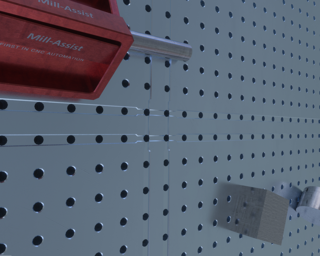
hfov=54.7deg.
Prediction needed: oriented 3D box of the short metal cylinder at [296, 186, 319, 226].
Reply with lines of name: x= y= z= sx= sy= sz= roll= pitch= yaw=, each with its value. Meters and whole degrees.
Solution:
short metal cylinder: x=0.339 y=0.168 z=0.658 sx=0.080 sy=0.080 sz=0.050 roll=49 pitch=61 yaw=-29

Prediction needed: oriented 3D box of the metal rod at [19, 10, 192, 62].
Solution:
metal rod: x=-0.079 y=-0.106 z=0.342 sx=0.302 sy=0.025 sz=0.025 roll=0 pitch=90 yaw=-40

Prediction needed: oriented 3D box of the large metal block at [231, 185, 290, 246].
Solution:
large metal block: x=0.177 y=0.152 z=0.542 sx=0.080 sy=0.050 sz=0.080 roll=27 pitch=73 yaw=-37

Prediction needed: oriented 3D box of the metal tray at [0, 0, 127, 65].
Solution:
metal tray: x=-0.100 y=-0.115 z=0.287 sx=0.131 sy=0.030 sz=0.090 roll=5 pitch=61 yaw=-39

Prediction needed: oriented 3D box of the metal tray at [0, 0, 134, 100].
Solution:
metal tray: x=-0.101 y=-0.071 z=0.282 sx=0.131 sy=0.090 sz=0.030 roll=3 pitch=50 yaw=-41
